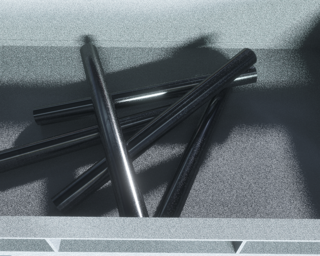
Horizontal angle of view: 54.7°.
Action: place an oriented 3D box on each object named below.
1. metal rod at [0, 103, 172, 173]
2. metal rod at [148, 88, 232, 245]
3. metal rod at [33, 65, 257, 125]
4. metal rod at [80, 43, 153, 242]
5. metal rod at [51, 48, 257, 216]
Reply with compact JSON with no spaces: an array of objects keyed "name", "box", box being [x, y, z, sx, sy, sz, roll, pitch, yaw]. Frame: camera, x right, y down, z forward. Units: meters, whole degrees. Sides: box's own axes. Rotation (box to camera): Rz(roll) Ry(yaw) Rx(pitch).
[{"name":"metal rod","box":[-0.111,0.017,0.389,0.302,0.025,0.025,-16,52,-14]},{"name":"metal rod","box":[0.057,0.006,0.400,0.025,0.025,0.301,19,52,14]},{"name":"metal rod","box":[-0.018,-0.046,0.423,0.302,0.025,0.025,-11,51,-3]},{"name":"metal rod","box":[-0.062,-0.012,0.364,0.025,0.025,0.300,-13,48,-11]},{"name":"metal rod","box":[0.005,-0.005,0.372,0.301,0.025,0.025,-38,60,-15]}]
